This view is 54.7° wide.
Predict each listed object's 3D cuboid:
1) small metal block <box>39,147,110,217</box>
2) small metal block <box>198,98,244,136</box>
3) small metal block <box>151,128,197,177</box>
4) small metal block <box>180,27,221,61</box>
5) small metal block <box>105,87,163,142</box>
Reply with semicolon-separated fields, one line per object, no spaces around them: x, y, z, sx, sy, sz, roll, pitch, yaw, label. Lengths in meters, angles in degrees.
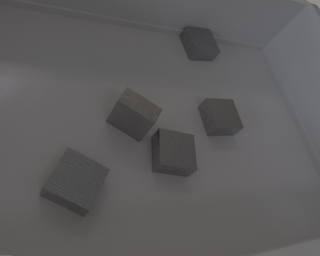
-0.088;0.056;0.324;0.050;0.025;0.050;30;52;-9;small metal block
0.091;-0.016;0.464;0.050;0.025;0.050;0;62;-28;small metal block
0.017;0.032;0.395;0.050;0.025;0.050;12;57;-22;small metal block
0.068;-0.143;0.529;0.050;0.025;0.050;-5;64;-30;small metal block
-0.033;-0.015;0.381;0.050;0.050;0.025;32;52;-8;small metal block
